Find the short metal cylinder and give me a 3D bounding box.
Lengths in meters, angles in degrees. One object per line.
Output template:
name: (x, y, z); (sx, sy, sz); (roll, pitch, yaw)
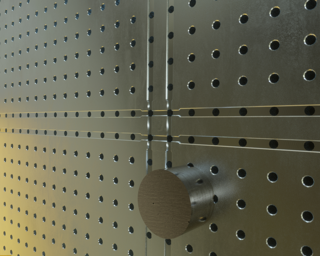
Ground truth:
short metal cylinder: (0.019, 0.088, 0.378); (0.080, 0.050, 0.080); (0, 90, 40)
